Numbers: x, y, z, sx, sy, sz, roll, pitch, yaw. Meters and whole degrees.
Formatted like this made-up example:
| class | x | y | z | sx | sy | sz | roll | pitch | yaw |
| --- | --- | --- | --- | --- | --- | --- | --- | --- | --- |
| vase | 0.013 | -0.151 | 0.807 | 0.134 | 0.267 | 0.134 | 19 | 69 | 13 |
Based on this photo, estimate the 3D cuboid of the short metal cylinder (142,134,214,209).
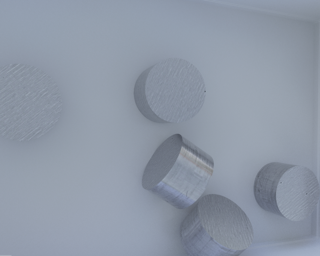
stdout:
| class | x | y | z | sx | sy | sz | roll | pitch | yaw |
| --- | --- | --- | --- | --- | --- | --- | --- | --- | --- |
| short metal cylinder | 0.021 | 0.054 | 0.390 | 0.050 | 0.080 | 0.080 | 35 | 79 | -17 |

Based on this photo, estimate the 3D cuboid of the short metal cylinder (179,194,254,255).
| class | x | y | z | sx | sy | sz | roll | pitch | yaw |
| --- | --- | --- | --- | --- | --- | --- | --- | --- | --- |
| short metal cylinder | 0.072 | 0.134 | 0.403 | 0.081 | 0.080 | 0.050 | 16 | 126 | -20 |

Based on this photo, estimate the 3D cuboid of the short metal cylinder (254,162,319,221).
| class | x | y | z | sx | sy | sz | roll | pitch | yaw |
| --- | --- | --- | --- | --- | --- | --- | --- | --- | --- |
| short metal cylinder | 0.191 | 0.094 | 0.470 | 0.081 | 0.050 | 0.079 | 0 | 90 | -20 |

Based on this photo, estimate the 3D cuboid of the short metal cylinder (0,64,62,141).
| class | x | y | z | sx | sy | sz | roll | pitch | yaw |
| --- | --- | --- | --- | --- | --- | --- | --- | --- | --- |
| short metal cylinder | -0.152 | -0.026 | 0.341 | 0.081 | 0.050 | 0.079 | 0 | 90 | -21 |

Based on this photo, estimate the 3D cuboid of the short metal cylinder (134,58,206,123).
| class | x | y | z | sx | sy | sz | roll | pitch | yaw |
| --- | --- | --- | --- | --- | --- | --- | --- | --- | --- |
| short metal cylinder | 0.012 | -0.046 | 0.403 | 0.081 | 0.050 | 0.079 | 0 | 90 | -21 |
